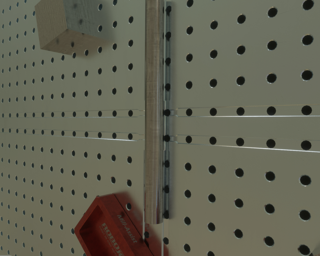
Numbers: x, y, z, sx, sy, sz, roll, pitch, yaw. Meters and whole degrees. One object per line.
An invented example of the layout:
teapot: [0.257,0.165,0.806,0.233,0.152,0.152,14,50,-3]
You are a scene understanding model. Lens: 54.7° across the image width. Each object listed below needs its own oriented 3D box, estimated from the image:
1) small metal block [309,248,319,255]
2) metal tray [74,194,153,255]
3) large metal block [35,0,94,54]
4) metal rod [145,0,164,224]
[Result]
small metal block: [0.169,0.125,0.270,0.050,0.025,0.050,-42,65,31]
metal tray: [-0.071,0.176,0.461,0.130,0.030,0.090,50,119,28]
large metal block: [-0.164,-0.182,0.525,0.080,0.050,0.080,-18,79,38]
metal rod: [-0.008,-0.024,0.413,0.025,0.025,0.298,0,90,39]
